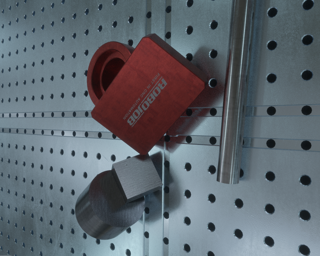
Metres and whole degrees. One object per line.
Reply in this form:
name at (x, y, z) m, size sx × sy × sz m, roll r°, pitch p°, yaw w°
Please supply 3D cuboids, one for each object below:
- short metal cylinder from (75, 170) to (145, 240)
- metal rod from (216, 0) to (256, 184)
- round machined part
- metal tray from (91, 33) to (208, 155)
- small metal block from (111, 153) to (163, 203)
short metal cylinder at (-0.068, 0.104, 0.422) m, size 0.050 × 0.081 × 0.080 m, roll -47°, pitch 62°, yaw 41°
metal rod at (0.087, -0.089, 0.336) m, size 0.025 × 0.025 × 0.298 m, roll 7°, pitch 95°, yaw 39°
round machined part at (-0.057, -0.071, 0.443) m, size 0.098 × 0.042 × 0.097 m, roll 0°, pitch 90°, yaw 39°
metal tray at (-0.015, -0.038, 0.386) m, size 0.090 × 0.030 × 0.129 m, roll 38°, pitch 117°, yaw -5°
small metal block at (-0.031, 0.066, 0.413) m, size 0.050 × 0.050 × 0.025 m, roll 63°, pitch 157°, yaw 20°
